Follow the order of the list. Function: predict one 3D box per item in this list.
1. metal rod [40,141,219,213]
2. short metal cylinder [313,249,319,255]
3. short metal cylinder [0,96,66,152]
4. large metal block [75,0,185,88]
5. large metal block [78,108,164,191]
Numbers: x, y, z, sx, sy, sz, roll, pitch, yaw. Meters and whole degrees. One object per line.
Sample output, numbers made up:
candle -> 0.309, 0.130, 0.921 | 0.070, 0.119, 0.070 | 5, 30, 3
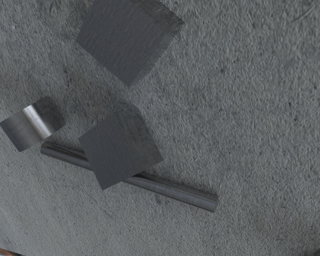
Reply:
metal rod -> -0.058, 0.070, 0.481 | 0.301, 0.025, 0.025 | 15, 125, 19
short metal cylinder -> 0.234, 0.196, 0.389 | 0.080, 0.050, 0.079 | 13, 124, 21
short metal cylinder -> -0.192, -0.007, 0.468 | 0.080, 0.080, 0.050 | -19, 108, 35
large metal block -> -0.034, -0.106, 0.343 | 0.080, 0.050, 0.080 | 41, 129, 0
large metal block -> -0.055, 0.029, 0.423 | 0.080, 0.050, 0.080 | -30, 84, 38
